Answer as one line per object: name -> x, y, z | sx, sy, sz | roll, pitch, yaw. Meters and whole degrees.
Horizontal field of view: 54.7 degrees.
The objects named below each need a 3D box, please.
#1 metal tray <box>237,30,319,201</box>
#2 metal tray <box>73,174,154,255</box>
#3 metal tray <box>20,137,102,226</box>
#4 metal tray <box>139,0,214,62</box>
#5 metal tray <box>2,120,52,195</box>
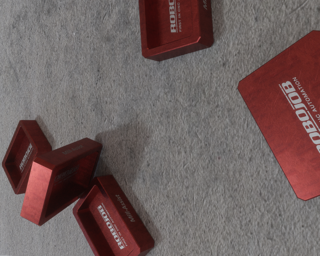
metal tray -> 0.141, -0.010, 0.285 | 0.090, 0.030, 0.130 | -36, 68, 34
metal tray -> -0.074, 0.146, 0.462 | 0.130, 0.030, 0.090 | 51, 120, 27
metal tray -> -0.137, 0.071, 0.449 | 0.030, 0.130, 0.089 | 22, 105, 12
metal tray -> 0.016, -0.158, 0.387 | 0.090, 0.030, 0.129 | -6, 86, 39
metal tray -> -0.272, 0.059, 0.626 | 0.090, 0.030, 0.129 | 49, 119, 28
